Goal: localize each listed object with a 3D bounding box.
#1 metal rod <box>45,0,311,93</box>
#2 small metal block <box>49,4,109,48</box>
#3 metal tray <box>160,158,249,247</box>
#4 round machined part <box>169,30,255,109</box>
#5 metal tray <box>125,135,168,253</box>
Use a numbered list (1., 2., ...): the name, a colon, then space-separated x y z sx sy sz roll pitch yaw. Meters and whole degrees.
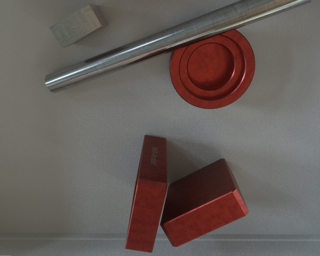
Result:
1. metal rod: 0.001 -0.093 0.339 0.301 0.025 0.025 -15 110 20
2. small metal block: -0.090 -0.117 0.354 0.050 0.050 0.025 -26 108 9
3. metal tray: 0.052 0.086 0.386 0.090 0.130 0.030 -28 95 9
4. round machined part: 0.060 -0.075 0.375 0.099 0.042 0.097 0 110 -1
5. metal tray: -0.015 0.073 0.382 0.030 0.130 0.089 10 110 -3
